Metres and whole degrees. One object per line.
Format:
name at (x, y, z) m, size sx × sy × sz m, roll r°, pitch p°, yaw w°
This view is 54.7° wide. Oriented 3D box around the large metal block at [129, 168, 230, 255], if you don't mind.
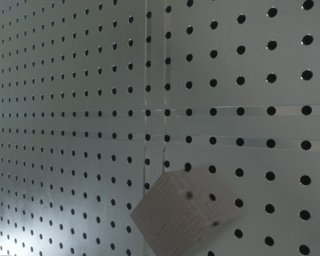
large metal block at (0.021, 0.108, 0.374) m, size 0.080 × 0.050 × 0.080 m, roll 50°, pitch 119°, yaw 28°
